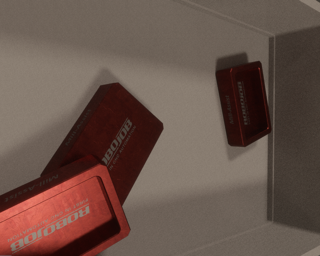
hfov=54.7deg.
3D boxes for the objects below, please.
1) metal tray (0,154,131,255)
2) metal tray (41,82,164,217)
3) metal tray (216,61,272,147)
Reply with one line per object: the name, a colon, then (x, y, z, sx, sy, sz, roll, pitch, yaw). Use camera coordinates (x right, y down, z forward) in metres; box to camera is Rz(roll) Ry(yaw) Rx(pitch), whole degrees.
metal tray: (-0.102, 0.092, 0.291, 0.131, 0.030, 0.089, -25, 115, -23)
metal tray: (-0.059, 0.024, 0.355, 0.090, 0.030, 0.130, 43, 64, -32)
metal tray: (0.145, -0.042, 0.527, 0.091, 0.030, 0.129, -21, 104, -38)
